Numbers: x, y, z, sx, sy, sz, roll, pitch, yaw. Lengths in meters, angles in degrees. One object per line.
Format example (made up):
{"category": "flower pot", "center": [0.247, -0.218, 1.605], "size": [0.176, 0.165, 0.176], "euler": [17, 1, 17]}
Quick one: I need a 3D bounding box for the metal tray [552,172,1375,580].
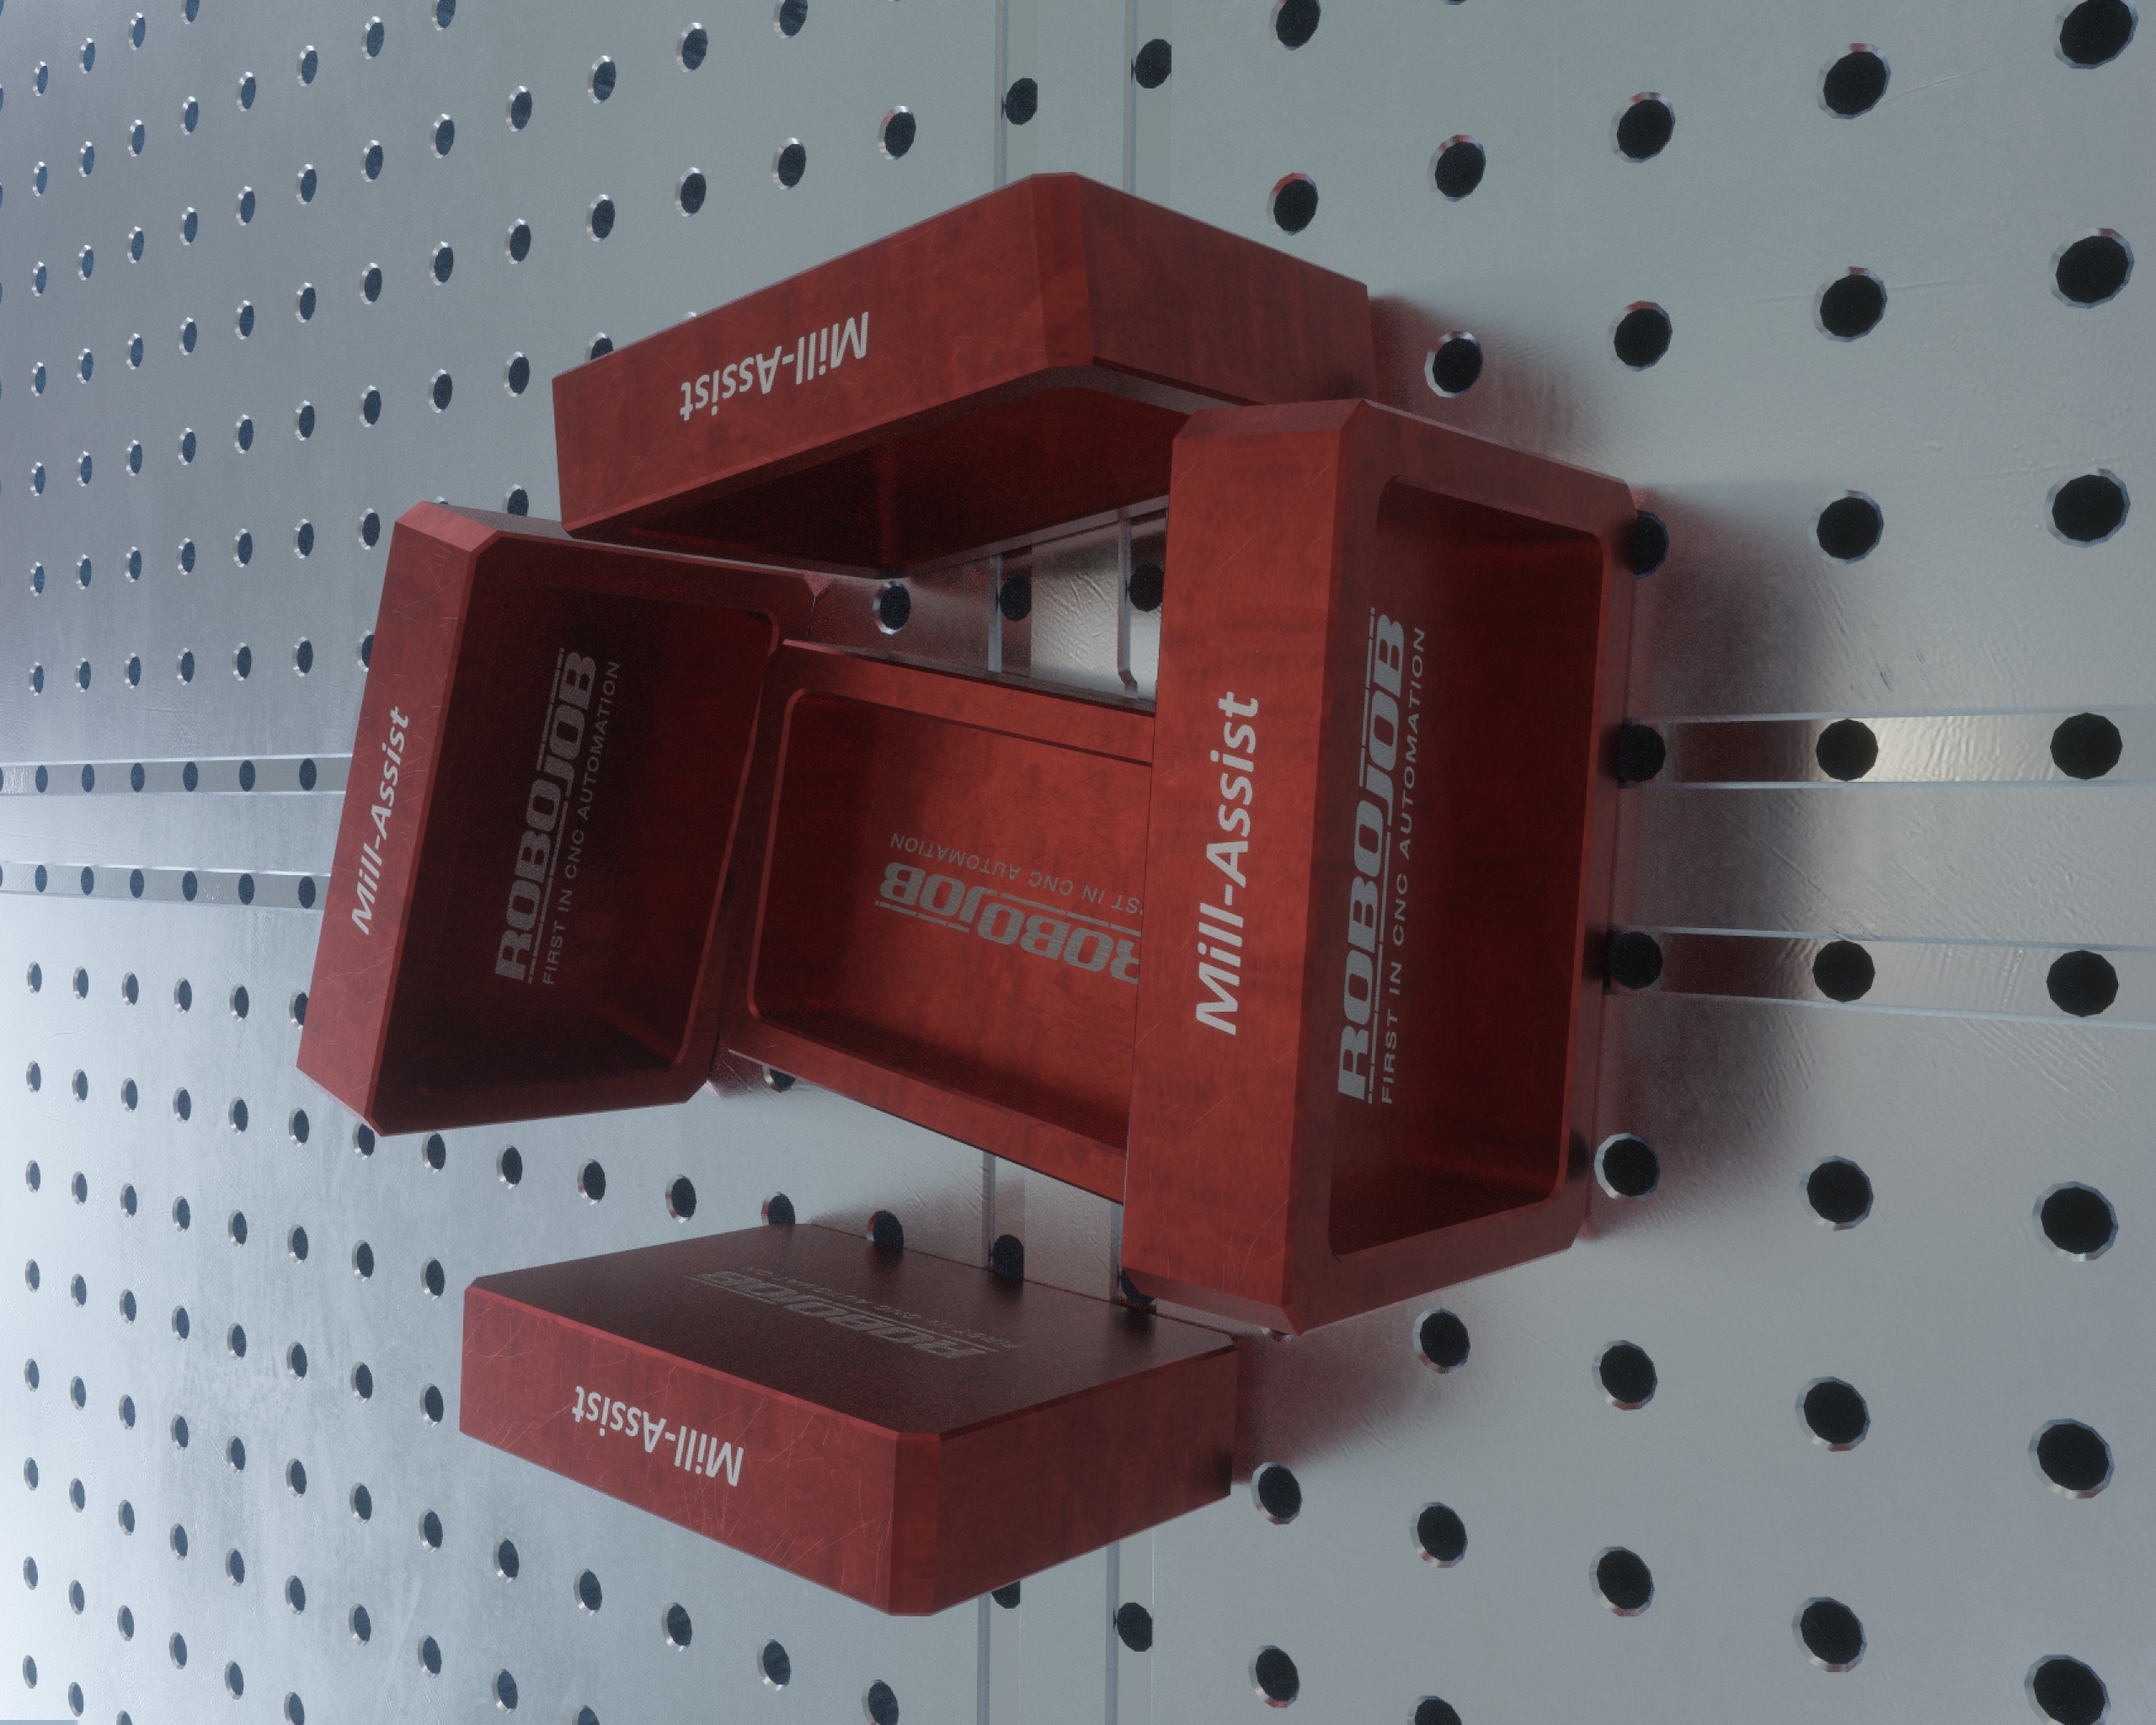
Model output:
{"category": "metal tray", "center": [-0.022, -0.083, 0.386], "size": [0.130, 0.091, 0.030], "euler": [-8, 85, 40]}

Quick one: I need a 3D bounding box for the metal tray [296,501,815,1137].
{"category": "metal tray", "center": [-0.114, -0.008, 0.462], "size": [0.030, 0.091, 0.129], "euler": [23, 105, 38]}

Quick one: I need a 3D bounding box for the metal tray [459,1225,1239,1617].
{"category": "metal tray", "center": [-0.046, 0.102, 0.406], "size": [0.130, 0.091, 0.030], "euler": [5, 94, 40]}

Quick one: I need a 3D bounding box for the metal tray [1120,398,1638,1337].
{"category": "metal tray", "center": [0.050, 0.000, 0.326], "size": [0.030, 0.091, 0.129], "euler": [6, 94, 40]}

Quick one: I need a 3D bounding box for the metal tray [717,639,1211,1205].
{"category": "metal tray", "center": [-0.014, 0.009, 0.418], "size": [0.130, 0.030, 0.089], "euler": [15, 99, 39]}
